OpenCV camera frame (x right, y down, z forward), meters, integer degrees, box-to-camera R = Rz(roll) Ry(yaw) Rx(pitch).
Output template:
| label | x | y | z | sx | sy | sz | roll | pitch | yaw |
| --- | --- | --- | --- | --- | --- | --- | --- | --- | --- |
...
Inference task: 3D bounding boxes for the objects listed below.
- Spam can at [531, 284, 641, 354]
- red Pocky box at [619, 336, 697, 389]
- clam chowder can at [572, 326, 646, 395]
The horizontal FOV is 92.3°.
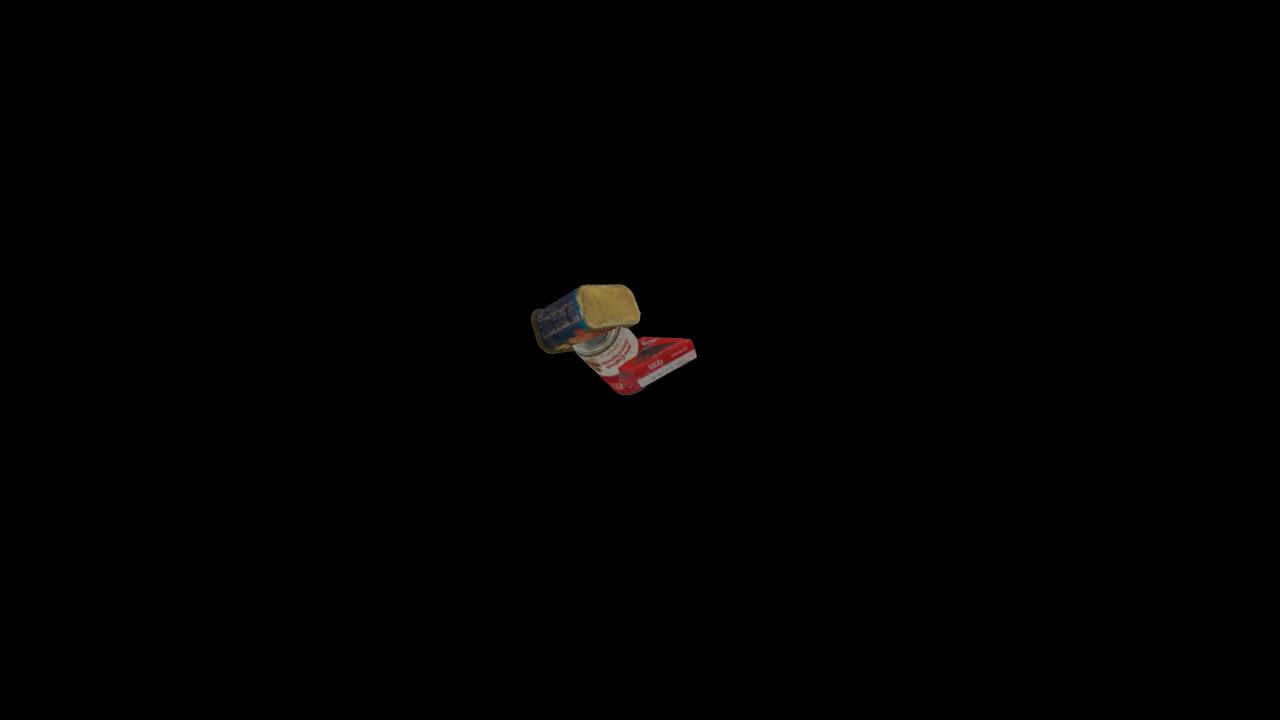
| label | x | y | z | sx | sy | sz | roll | pitch | yaw |
| --- | --- | --- | --- | --- | --- | --- | --- | --- | --- |
| Spam can | -0.063 | -0.050 | 0.730 | 0.085 | 0.058 | 0.101 | -24 | -9 | 39 |
| red Pocky box | 0.002 | 0.000 | 0.768 | 0.083 | 0.028 | 0.155 | -29 | 13 | -17 |
| clam chowder can | -0.032 | -0.009 | 0.756 | 0.068 | 0.068 | 0.102 | 0 | -30 | 30 |
